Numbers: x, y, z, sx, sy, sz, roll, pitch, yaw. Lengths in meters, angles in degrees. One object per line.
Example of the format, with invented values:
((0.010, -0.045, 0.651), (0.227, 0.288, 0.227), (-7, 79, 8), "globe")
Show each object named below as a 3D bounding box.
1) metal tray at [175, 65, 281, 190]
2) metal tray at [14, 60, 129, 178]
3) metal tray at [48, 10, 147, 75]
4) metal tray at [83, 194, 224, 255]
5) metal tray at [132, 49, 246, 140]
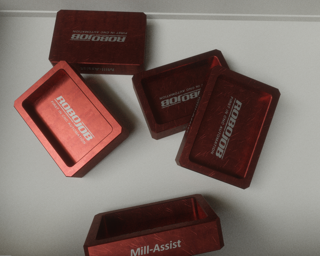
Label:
((0.083, -0.001, 0.383), (0.090, 0.030, 0.129), (21, 85, -5), "metal tray")
((-0.114, -0.012, 0.398), (0.090, 0.030, 0.130), (-42, 75, 0), "metal tray")
((-0.086, -0.125, 0.452), (0.131, 0.030, 0.090), (2, 70, 0), "metal tray")
((-0.008, 0.109, 0.332), (0.131, 0.090, 0.030), (-10, 94, -4), "metal tray")
((0.037, -0.047, 0.424), (0.131, 0.030, 0.090), (-19, 71, -7), "metal tray")
